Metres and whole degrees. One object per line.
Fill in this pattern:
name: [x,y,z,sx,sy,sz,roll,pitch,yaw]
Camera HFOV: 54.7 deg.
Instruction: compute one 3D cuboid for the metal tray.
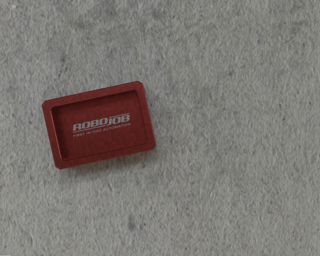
metal tray: [-0.077,-0.004,0.406,0.131,0.030,0.089,-12,90,-1]
